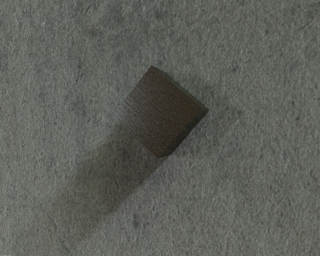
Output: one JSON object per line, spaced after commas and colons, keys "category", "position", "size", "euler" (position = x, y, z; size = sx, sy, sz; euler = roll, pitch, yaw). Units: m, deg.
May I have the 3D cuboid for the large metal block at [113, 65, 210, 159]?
{"category": "large metal block", "position": [0.002, -0.020, 0.395], "size": [0.080, 0.050, 0.080], "euler": [43, 103, 15]}
